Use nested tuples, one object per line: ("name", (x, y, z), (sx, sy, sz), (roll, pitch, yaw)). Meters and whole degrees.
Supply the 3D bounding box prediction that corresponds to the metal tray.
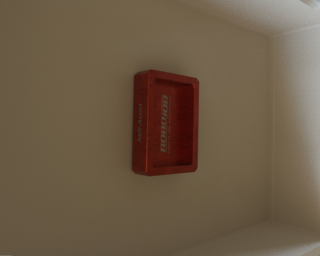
("metal tray", (0.010, -0.005, 0.409), (0.091, 0.030, 0.129), (2, 88, -41))
